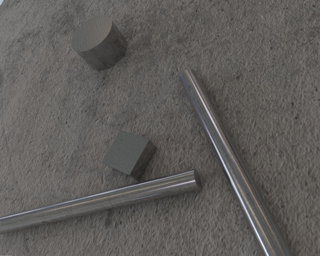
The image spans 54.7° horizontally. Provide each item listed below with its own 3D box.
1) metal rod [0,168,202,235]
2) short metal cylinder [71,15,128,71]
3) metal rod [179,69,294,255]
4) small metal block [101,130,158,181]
[{"bbox_3d":[-0.095,0.098,0.392,0.301,0.025,0.025,-17,55,18],"label":"metal rod"},{"bbox_3d":[-0.103,-0.146,0.532,0.080,0.050,0.080,-13,56,21],"label":"short metal cylinder"},{"bbox_3d":[0.079,0.041,0.337,0.025,0.025,0.299,-28,52,10],"label":"metal rod"},{"bbox_3d":[-0.040,0.035,0.403,0.050,0.025,0.050,18,71,34],"label":"small metal block"}]
